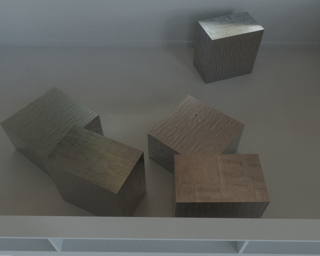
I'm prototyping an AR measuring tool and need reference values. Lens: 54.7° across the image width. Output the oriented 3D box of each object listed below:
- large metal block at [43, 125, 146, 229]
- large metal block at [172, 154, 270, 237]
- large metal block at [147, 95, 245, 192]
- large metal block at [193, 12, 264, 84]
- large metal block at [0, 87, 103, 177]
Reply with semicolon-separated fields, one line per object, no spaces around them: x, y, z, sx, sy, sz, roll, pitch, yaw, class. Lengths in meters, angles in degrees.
-0.063;0.052;0.325;0.080;0.080;0.050;20;53;16;large metal block
0.054;0.070;0.311;0.081;0.080;0.050;0;50;0;large metal block
0.042;0.017;0.375;0.080;0.050;0.080;32;57;24;large metal block
0.101;-0.121;0.472;0.081;0.080;0.050;-15;52;-12;large metal block
-0.129;0.005;0.383;0.080;0.050;0.080;31;56;23;large metal block
